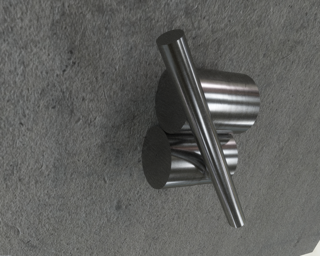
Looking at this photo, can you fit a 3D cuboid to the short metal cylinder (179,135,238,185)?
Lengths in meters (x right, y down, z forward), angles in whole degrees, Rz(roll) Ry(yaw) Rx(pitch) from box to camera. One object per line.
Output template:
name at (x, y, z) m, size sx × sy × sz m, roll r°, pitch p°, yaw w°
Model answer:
short metal cylinder at (0.061, 0.037, 0.429) m, size 0.050 × 0.080 × 0.079 m, roll 1°, pitch 118°, yaw -29°

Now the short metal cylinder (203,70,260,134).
short metal cylinder at (0.079, -0.032, 0.396) m, size 0.050 × 0.080 × 0.079 m, roll 1°, pitch 118°, yaw -29°

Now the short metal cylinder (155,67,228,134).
short metal cylinder at (0.035, -0.033, 0.372) m, size 0.050 × 0.080 × 0.079 m, roll 1°, pitch 118°, yaw -29°

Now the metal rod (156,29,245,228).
metal rod at (0.060, 0.028, 0.355) m, size 0.025 × 0.025 × 0.299 m, roll -32°, pitch 129°, yaw -8°

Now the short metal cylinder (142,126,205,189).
short metal cylinder at (0.016, 0.038, 0.405) m, size 0.050 × 0.080 × 0.079 m, roll 1°, pitch 118°, yaw -29°
